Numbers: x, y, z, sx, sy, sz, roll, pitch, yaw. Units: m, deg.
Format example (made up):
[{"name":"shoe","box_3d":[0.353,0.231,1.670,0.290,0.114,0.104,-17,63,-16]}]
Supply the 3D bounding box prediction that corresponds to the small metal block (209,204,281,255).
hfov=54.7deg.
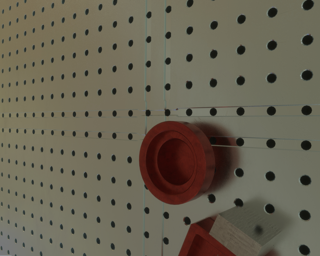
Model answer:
[{"name":"small metal block","box_3d":[0.088,0.108,0.319,0.050,0.050,0.025,32,110,35]}]

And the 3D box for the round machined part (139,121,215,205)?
[{"name":"round machined part","box_3d":[0.024,0.040,0.377,0.098,0.042,0.097,0,90,39]}]

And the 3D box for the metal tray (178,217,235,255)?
[{"name":"metal tray","box_3d":[0.058,0.183,0.356,0.090,0.030,0.129,30,108,35]}]
